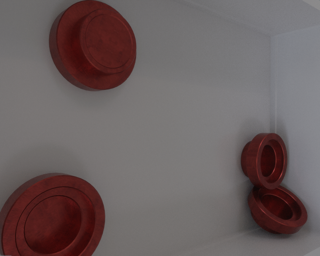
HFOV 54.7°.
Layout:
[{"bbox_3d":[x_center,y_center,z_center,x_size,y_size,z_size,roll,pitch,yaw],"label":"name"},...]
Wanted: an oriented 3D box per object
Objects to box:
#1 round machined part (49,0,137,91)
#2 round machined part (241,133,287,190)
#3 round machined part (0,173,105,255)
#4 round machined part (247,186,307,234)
[{"bbox_3d":[-0.065,-0.091,0.340,0.099,0.042,0.097,0,90,-40],"label":"round machined part"},{"bbox_3d":[0.180,0.057,0.546,0.099,0.042,0.097,0,90,-40],"label":"round machined part"},{"bbox_3d":[-0.108,0.093,0.305,0.099,0.042,0.097,0,90,-40],"label":"round machined part"},{"bbox_3d":[0.198,0.143,0.538,0.099,0.098,0.042,-13,134,-39],"label":"round machined part"}]
